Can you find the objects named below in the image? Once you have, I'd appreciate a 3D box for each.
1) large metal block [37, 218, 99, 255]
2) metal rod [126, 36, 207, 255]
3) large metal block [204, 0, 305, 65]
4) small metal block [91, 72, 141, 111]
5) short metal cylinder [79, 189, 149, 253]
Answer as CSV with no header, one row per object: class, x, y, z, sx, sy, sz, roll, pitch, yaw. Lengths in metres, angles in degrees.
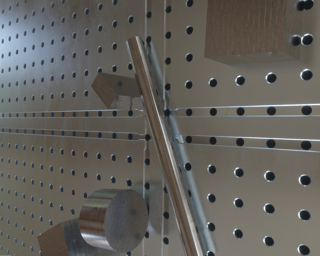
large metal block,-0.153,0.202,0.516,0.080,0.050,0.080,-35,69,34
metal rod,0.004,0.018,0.403,0.025,0.025,0.299,-26,74,37
large metal block,0.095,-0.110,0.314,0.080,0.050,0.079,6,94,39
small metal block,-0.061,-0.051,0.441,0.050,0.050,0.025,51,120,27
short metal cylinder,-0.061,0.124,0.422,0.050,0.081,0.080,-8,85,39
